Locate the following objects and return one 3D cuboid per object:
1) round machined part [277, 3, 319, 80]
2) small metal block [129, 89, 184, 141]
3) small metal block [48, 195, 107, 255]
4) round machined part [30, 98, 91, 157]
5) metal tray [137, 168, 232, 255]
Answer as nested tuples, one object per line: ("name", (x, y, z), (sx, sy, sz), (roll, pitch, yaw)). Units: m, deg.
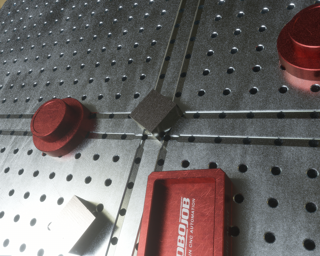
("round machined part", (0.189, -0.108, 0.364), (0.098, 0.042, 0.098), (-13, 56, 21))
("small metal block", (-0.005, -0.018, 0.423), (0.050, 0.025, 0.050), (-48, 51, -6))
("small metal block", (-0.103, 0.121, 0.388), (0.050, 0.025, 0.050), (32, 79, 38))
("round machined part", (-0.162, -0.008, 0.487), (0.098, 0.042, 0.098), (-13, 56, 21))
("metal tray", (0.026, 0.110, 0.323), (0.090, 0.030, 0.130), (-7, 59, 24))
